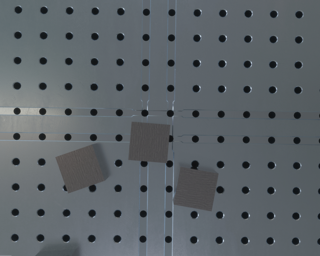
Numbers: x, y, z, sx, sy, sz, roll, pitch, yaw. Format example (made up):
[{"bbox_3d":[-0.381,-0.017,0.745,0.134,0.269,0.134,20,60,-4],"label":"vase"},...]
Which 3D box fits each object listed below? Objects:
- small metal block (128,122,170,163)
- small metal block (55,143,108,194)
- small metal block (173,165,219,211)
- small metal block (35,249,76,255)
[{"bbox_3d":[-0.014,0.019,0.413,0.050,0.025,0.050,5,90,0],"label":"small metal block"},{"bbox_3d":[-0.103,0.053,0.413,0.050,0.025,0.050,-19,90,0],"label":"small metal block"},{"bbox_3d":[0.047,0.079,0.414,0.050,0.025,0.050,10,90,0],"label":"small metal block"},{"bbox_3d":[-0.139,0.193,0.413,0.050,0.025,0.050,-4,90,0],"label":"small metal block"}]
